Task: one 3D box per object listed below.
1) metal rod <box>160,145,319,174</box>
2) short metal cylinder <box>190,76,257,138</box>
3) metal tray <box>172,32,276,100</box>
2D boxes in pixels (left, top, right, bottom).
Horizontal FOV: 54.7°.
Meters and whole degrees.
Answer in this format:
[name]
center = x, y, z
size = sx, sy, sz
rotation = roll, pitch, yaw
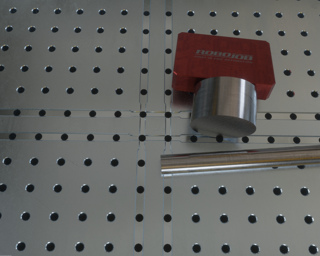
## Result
[metal rod]
center = 0.152, 0.038, 0.399
size = 0.302, 0.025, 0.025
rotation = -3, 70, -2
[short metal cylinder]
center = 0.081, -0.023, 0.392
size = 0.080, 0.080, 0.050
rotation = 7, 71, 2
[metal tray]
center = 0.086, -0.088, 0.429
size = 0.131, 0.030, 0.090
rotation = 7, 53, 2
